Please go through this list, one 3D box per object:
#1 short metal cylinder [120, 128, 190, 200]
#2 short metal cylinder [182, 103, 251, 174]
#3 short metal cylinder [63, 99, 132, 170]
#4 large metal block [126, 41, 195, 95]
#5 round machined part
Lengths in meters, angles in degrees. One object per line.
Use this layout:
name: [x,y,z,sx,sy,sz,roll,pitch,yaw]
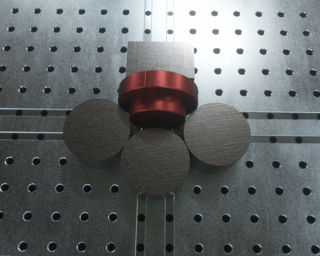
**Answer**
short metal cylinder: [-0.005,0.045,0.382,0.081,0.050,0.080,0,70,0]
short metal cylinder: [0.069,0.014,0.394,0.081,0.050,0.080,0,70,0]
short metal cylinder: [-0.076,0.009,0.395,0.081,0.050,0.080,0,70,0]
large metal block: [0.001,-0.069,0.407,0.081,0.080,0.050,1,70,0]
round machined part: [-0.003,-0.028,0.381,0.099,0.098,0.042,2,70,0]
